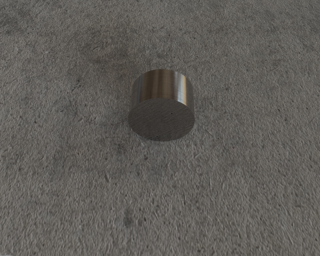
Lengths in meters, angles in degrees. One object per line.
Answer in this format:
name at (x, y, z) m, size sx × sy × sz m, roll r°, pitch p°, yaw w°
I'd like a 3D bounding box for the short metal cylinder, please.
short metal cylinder at (0.003, -0.027, 0.391) m, size 0.080 × 0.080 × 0.050 m, roll 1°, pitch 50°, yaw 1°
